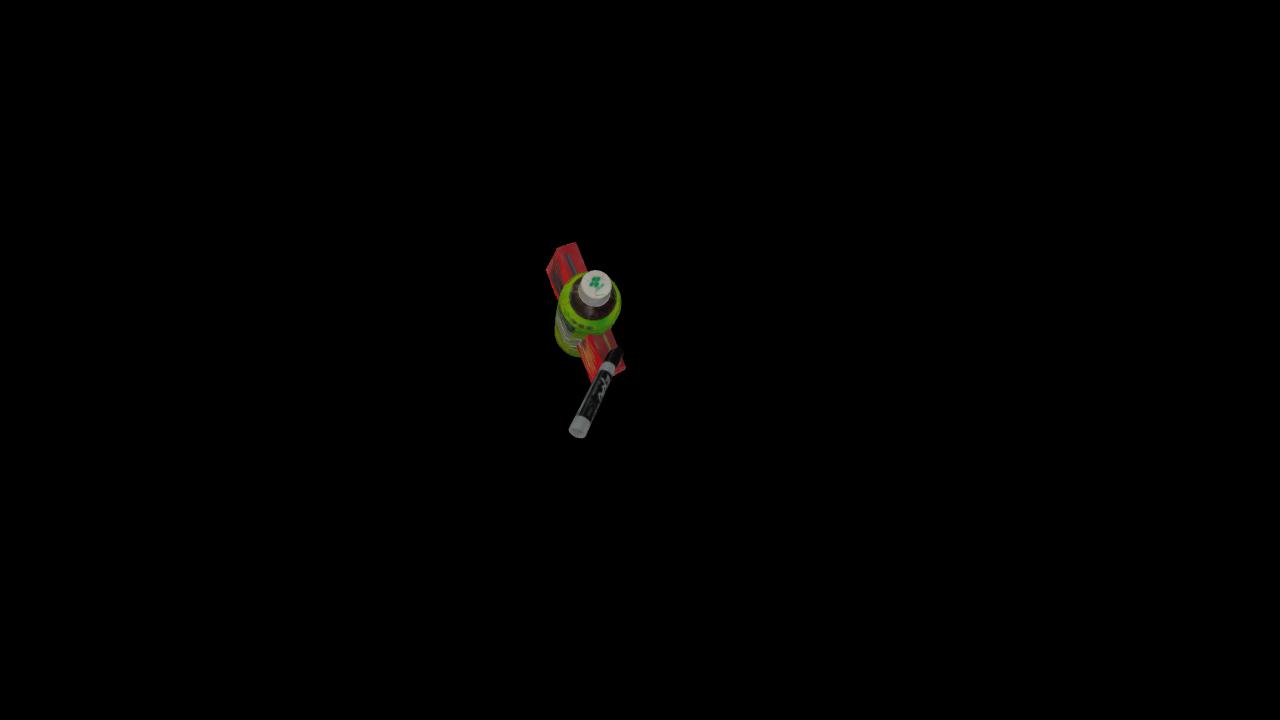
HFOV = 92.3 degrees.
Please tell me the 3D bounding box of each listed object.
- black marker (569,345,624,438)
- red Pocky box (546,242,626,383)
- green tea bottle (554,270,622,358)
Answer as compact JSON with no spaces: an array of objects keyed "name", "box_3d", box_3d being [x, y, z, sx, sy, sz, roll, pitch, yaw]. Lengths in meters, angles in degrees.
[{"name":"black marker","box_3d":[-0.044,0.030,0.652,0.020,0.121,0.020,14,-39,12]},{"name":"red Pocky box","box_3d":[-0.065,-0.051,0.714,0.028,0.155,0.083,-21,-3,-20]},{"name":"green tea bottle","box_3d":[-0.060,-0.053,0.702,0.073,0.073,0.212,0,-9,-10]}]
